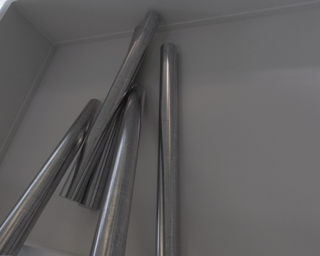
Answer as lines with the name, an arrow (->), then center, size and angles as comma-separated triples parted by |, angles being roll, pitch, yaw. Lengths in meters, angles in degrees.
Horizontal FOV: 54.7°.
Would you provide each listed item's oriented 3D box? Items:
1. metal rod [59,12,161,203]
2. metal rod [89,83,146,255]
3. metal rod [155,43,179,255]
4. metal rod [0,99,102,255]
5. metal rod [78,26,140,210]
metal rod -> -0.061, -0.044, 0.431 | 0.025, 0.025, 0.300 | 7, 64, 31
metal rod -> -0.035, 0.023, 0.331 | 0.025, 0.025, 0.300 | -23, 28, 14
metal rod -> 0.010, 0.007, 0.395 | 0.025, 0.025, 0.299 | -12, 56, 21
metal rod -> -0.116, 0.040, 0.354 | 0.025, 0.025, 0.301 | -19, 26, 17
metal rod -> -0.061, -0.031, 0.457 | 0.025, 0.025, 0.300 | -1, 61, 27
